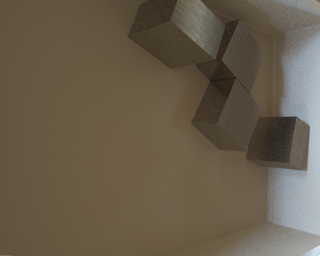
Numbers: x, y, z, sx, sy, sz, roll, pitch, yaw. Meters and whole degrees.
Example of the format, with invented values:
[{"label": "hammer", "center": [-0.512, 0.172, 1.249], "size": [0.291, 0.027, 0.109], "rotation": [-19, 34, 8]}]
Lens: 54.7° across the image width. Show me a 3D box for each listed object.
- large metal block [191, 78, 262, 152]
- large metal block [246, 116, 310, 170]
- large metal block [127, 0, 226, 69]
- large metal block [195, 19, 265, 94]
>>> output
[{"label": "large metal block", "center": [0.105, -0.019, 0.481], "size": [0.080, 0.050, 0.080], "rotation": [40, 66, -33]}, {"label": "large metal block", "center": [0.208, 0.026, 0.549], "size": [0.050, 0.080, 0.080], "rotation": [24, 75, -38]}, {"label": "large metal block", "center": [0.021, -0.122, 0.390], "size": [0.080, 0.080, 0.050], "rotation": [29, 72, -37]}, {"label": "large metal block", "center": [0.112, -0.108, 0.487], "size": [0.080, 0.050, 0.080], "rotation": [39, 66, -33]}]
